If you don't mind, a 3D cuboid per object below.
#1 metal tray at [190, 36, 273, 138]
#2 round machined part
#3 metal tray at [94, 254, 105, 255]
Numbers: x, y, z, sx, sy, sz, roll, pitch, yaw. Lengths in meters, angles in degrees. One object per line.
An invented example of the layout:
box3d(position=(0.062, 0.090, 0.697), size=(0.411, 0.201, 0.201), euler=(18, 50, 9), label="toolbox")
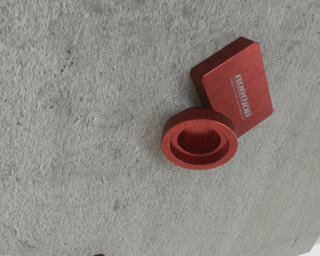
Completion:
box3d(position=(0.104, -0.048, 0.433), size=(0.090, 0.030, 0.130), euler=(-34, 129, -6), label="metal tray")
box3d(position=(0.052, 0.010, 0.414), size=(0.099, 0.042, 0.097), euler=(3, 135, 3), label="round machined part")
box3d(position=(-0.133, 0.268, 0.498), size=(0.091, 0.030, 0.129), euler=(-6, 121, -26), label="metal tray")
